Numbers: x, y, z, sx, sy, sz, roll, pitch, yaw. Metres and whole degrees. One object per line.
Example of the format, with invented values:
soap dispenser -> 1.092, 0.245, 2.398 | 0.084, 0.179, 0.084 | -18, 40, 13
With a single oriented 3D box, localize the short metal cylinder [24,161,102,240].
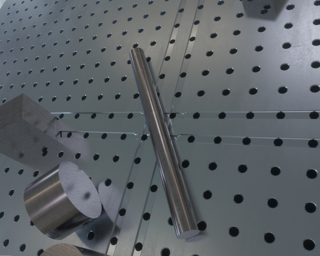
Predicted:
short metal cylinder -> -0.117, 0.088, 0.380 | 0.050, 0.080, 0.080 | -34, 52, 6

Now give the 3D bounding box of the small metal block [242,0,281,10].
small metal block -> 0.154, -0.203, 0.452 | 0.050, 0.025, 0.050 | 25, 75, 36

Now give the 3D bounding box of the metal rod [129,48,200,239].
metal rod -> -0.004, -0.004, 0.412 | 0.025, 0.025, 0.299 | -26, 53, 12

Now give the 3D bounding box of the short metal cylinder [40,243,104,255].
short metal cylinder -> -0.098, 0.172, 0.338 | 0.080, 0.050, 0.080 | -13, 56, 21

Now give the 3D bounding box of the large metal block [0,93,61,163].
large metal block -> -0.216, 0.003, 0.485 | 0.080, 0.080, 0.050 | -26, 53, 12
